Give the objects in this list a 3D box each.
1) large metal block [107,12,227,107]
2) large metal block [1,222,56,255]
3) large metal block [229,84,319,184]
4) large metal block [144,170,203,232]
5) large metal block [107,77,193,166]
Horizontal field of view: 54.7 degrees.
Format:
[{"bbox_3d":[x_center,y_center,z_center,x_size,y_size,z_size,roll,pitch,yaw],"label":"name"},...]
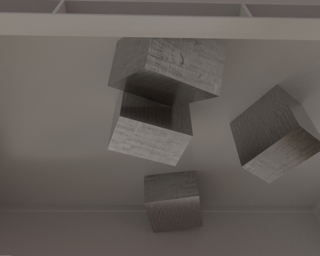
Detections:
[{"bbox_3d":[0.005,-0.060,0.306,0.081,0.050,0.080,16,168,-29],"label":"large metal block"},{"bbox_3d":[-0.249,0.229,0.587,0.081,0.050,0.079,15,129,-13],"label":"large metal block"},{"bbox_3d":[0.140,0.007,0.381,0.050,0.080,0.080,31,123,-24],"label":"large metal block"},{"bbox_3d":[0.022,0.117,0.492,0.080,0.050,0.080,-8,130,4],"label":"large metal block"},{"bbox_3d":[-0.011,-0.010,0.365,0.081,0.080,0.050,15,128,-13],"label":"large metal block"}]
